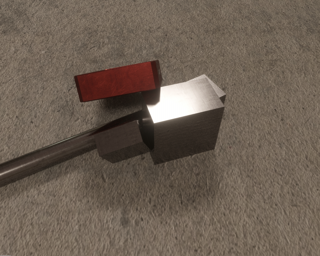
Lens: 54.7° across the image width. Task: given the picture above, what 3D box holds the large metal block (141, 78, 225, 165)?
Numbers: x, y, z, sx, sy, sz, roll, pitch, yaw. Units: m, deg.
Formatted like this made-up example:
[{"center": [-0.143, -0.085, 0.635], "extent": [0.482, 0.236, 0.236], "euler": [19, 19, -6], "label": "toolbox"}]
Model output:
[{"center": [0.024, -0.007, 0.374], "extent": [0.081, 0.080, 0.050], "euler": [-14, 52, -12], "label": "large metal block"}]

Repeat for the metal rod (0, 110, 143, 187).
[{"center": [-0.111, 0.025, 0.380], "extent": [0.302, 0.025, 0.025], "euler": [-22, 54, -18], "label": "metal rod"}]

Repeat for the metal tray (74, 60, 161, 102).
[{"center": [-0.045, -0.064, 0.396], "extent": [0.090, 0.030, 0.130], "euler": [-10, 13, 4], "label": "metal tray"}]

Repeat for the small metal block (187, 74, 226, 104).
[{"center": [0.057, -0.045, 0.442], "extent": [0.050, 0.025, 0.050], "euler": [-25, 55, -20], "label": "small metal block"}]

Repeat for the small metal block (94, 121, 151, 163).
[{"center": [-0.042, 0.018, 0.361], "extent": [0.050, 0.050, 0.025], "euler": [-19, 72, 3], "label": "small metal block"}]
